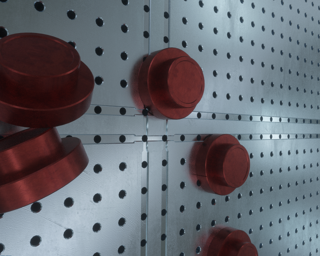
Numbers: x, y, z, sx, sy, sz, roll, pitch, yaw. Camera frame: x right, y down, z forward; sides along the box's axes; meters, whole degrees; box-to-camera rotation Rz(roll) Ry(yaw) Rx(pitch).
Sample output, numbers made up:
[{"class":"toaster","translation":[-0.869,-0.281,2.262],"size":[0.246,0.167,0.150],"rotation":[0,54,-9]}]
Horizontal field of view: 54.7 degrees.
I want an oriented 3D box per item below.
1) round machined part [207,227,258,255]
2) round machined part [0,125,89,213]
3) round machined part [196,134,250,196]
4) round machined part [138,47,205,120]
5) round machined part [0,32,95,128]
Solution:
[{"class":"round machined part","translation":[0.124,0.217,0.506],"size":[0.099,0.042,0.097],"rotation":[0,90,-40]},{"class":"round machined part","translation":[-0.116,0.028,0.266],"size":[0.099,0.098,0.042],"rotation":[-30,110,-36]},{"class":"round machined part","translation":[0.105,0.058,0.489],"size":[0.099,0.042,0.097],"rotation":[0,90,-40]},{"class":"round machined part","translation":[0.023,-0.060,0.419],"size":[0.099,0.042,0.097],"rotation":[0,91,-40]},{"class":"round machined part","translation":[-0.107,-0.048,0.272],"size":[0.099,0.098,0.042],"rotation":[-20,145,-39]}]
